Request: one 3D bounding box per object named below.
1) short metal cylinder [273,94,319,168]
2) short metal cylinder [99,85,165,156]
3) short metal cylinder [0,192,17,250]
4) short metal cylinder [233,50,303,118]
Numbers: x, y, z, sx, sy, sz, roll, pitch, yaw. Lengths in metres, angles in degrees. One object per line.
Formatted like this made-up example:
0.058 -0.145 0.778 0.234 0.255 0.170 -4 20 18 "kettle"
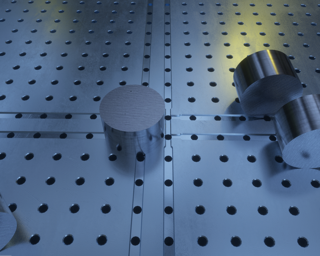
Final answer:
0.182 0.006 0.370 0.081 0.080 0.050 1 50 0 "short metal cylinder"
-0.034 -0.011 0.400 0.081 0.050 0.080 0 50 0 "short metal cylinder"
-0.187 0.091 0.293 0.081 0.080 0.050 -32 57 -24 "short metal cylinder"
0.146 -0.059 0.424 0.081 0.080 0.050 -2 50 -2 "short metal cylinder"
